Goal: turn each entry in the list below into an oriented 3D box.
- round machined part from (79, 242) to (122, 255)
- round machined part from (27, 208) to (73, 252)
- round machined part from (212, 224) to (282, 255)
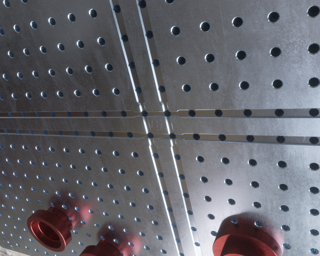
[{"bbox_3d":[-0.113,0.273,0.629,0.098,0.042,0.097,13,124,21],"label":"round machined part"},{"bbox_3d":[-0.224,0.207,0.648,0.098,0.042,0.097,13,124,21],"label":"round machined part"},{"bbox_3d":[0.124,0.192,0.454,0.098,0.042,0.097,13,124,21],"label":"round machined part"}]
